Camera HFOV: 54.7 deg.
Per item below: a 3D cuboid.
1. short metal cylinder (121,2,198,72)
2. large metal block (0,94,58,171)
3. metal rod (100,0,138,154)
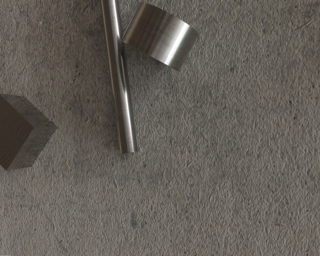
[{"bbox_3d":[0.000,-0.110,0.379,0.080,0.080,0.050,31,100,17],"label":"short metal cylinder"},{"bbox_3d":[-0.219,0.006,0.471,0.080,0.050,0.080,40,102,15],"label":"large metal block"},{"bbox_3d":[-0.062,-0.114,0.429,0.025,0.025,0.298,-9,87,19],"label":"metal rod"}]
